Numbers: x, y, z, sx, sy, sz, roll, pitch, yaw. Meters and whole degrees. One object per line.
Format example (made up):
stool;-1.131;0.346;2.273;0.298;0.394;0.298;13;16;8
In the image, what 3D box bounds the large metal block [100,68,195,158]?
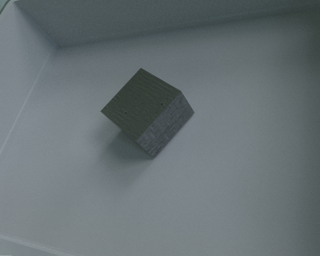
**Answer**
large metal block;-0.017;-0.021;0.408;0.080;0.050;0.080;-48;52;-7
